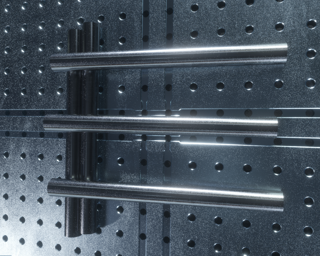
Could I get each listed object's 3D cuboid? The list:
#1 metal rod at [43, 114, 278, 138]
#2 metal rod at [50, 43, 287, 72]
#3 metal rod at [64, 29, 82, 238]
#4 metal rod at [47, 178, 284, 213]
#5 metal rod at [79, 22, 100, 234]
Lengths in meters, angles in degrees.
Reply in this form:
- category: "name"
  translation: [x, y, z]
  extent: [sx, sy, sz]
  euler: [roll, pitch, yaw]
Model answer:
- category: "metal rod"
  translation: [-0.010, -0.004, 0.399]
  extent: [0.301, 0.025, 0.025]
  euler: [1, 91, 13]
- category: "metal rod"
  translation: [0.000, -0.089, 0.396]
  extent: [0.301, 0.025, 0.025]
  euler: [1, 90, 13]
- category: "metal rod"
  translation: [-0.125, 0.008, 0.454]
  extent: [0.025, 0.025, 0.298]
  euler: [1, 90, 19]
- category: "metal rod"
  translation: [-0.003, 0.085, 0.397]
  extent: [0.301, 0.025, 0.025]
  euler: [1, 90, 13]
- category: "metal rod"
  translation: [-0.101, 0.000, 0.446]
  extent: [0.025, 0.025, 0.298]
  euler: [1, 90, 19]
